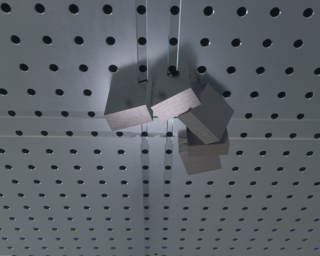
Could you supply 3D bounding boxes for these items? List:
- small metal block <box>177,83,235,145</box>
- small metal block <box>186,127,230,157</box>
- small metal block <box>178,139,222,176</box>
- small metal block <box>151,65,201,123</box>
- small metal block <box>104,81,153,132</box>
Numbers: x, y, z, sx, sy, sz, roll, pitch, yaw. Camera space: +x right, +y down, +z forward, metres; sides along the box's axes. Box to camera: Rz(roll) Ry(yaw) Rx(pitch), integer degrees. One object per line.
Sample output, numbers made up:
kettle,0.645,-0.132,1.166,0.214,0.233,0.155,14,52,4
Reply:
small metal block,0.056,-0.017,0.371,0.050,0.050,0.025,43,147,-17
small metal block,0.060,0.009,0.400,0.050,0.050,0.025,-4,141,3
small metal block,0.057,0.038,0.444,0.050,0.025,0.050,-14,129,11
small metal block,0.018,-0.040,0.361,0.050,0.050,0.025,-25,125,19
small metal block,-0.036,-0.027,0.372,0.050,0.050,0.025,-14,129,11
